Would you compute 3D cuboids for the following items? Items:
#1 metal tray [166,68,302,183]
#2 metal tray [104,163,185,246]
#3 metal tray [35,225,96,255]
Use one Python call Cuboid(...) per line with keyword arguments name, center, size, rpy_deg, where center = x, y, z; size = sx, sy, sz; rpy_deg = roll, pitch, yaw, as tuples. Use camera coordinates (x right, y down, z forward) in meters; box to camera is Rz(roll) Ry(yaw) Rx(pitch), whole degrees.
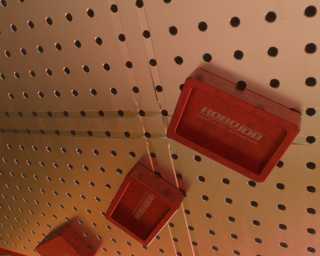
Cuboid(name="metal tray", center=(0.081, -0.002, 0.363), size=(0.130, 0.030, 0.089), rpy_deg=(27, 128, 11))
Cuboid(name="metal tray", center=(-0.029, 0.127, 0.499), size=(0.090, 0.030, 0.129), rpy_deg=(34, 129, 5))
Cuboid(name="metal tray", center=(-0.211, 0.273, 0.685), size=(0.090, 0.030, 0.130), rpy_deg=(49, 128, -7))
